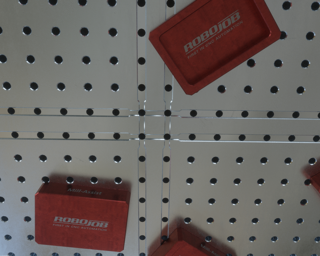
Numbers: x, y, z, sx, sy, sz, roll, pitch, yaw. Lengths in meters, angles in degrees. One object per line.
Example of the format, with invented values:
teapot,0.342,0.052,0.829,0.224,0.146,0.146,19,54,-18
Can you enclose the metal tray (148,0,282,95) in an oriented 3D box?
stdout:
metal tray,0.063,-0.111,0.370,0.130,0.030,0.090,-33,107,11

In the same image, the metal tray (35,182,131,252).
metal tray,-0.114,0.132,0.458,0.131,0.030,0.089,7,110,-3

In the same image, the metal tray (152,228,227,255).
metal tray,0.055,0.228,0.495,0.130,0.030,0.090,35,106,-12

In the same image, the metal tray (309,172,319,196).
metal tray,0.298,0.078,0.443,0.130,0.030,0.090,-35,107,11
